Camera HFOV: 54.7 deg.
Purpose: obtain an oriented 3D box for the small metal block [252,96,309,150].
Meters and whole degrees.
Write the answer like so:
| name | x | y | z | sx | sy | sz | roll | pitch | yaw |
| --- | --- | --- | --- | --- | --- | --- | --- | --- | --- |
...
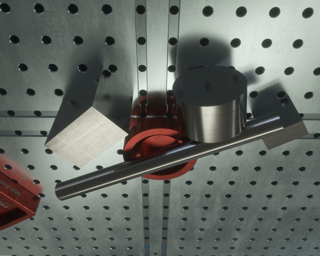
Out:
| name | x | y | z | sx | sy | sz | roll | pitch | yaw |
| --- | --- | --- | --- | --- | --- | --- | --- | --- | --- |
| small metal block | 0.150 | -0.007 | 0.391 | 0.050 | 0.050 | 0.025 | -26 | 126 | 20 |

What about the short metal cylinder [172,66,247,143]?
| name | x | y | z | sx | sy | sz | roll | pitch | yaw |
| --- | --- | --- | --- | --- | --- | --- | --- | --- | --- |
| short metal cylinder | 0.057 | -0.029 | 0.352 | 0.080 | 0.080 | 0.050 | -7 | 130 | 6 |

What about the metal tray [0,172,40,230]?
| name | x | y | z | sx | sy | sz | roll | pitch | yaw |
| --- | --- | --- | --- | --- | --- | --- | --- | --- | --- |
| metal tray | -0.275 | 0.111 | 0.499 | 0.090 | 0.030 | 0.130 | -27 | 126 | 20 |

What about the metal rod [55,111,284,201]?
| name | x | y | z | sx | sy | sz | roll | pitch | yaw |
| --- | --- | --- | --- | --- | --- | --- | --- | --- | --- |
| metal rod | -0.001 | 0.041 | 0.390 | 0.301 | 0.025 | 0.025 | -19 | 128 | 15 |

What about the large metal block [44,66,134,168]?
| name | x | y | z | sx | sy | sz | roll | pitch | yaw |
| --- | --- | --- | --- | --- | --- | --- | --- | --- | --- |
| large metal block | -0.080 | -0.013 | 0.364 | 0.080 | 0.080 | 0.050 | -34 | 122 | 25 |

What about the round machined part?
| name | x | y | z | sx | sy | sz | roll | pitch | yaw |
| --- | --- | --- | --- | --- | --- | --- | --- | --- | --- |
| round machined part | 0.001 | 0.023 | 0.420 | 0.099 | 0.042 | 0.097 | 0 | 130 | 0 |
